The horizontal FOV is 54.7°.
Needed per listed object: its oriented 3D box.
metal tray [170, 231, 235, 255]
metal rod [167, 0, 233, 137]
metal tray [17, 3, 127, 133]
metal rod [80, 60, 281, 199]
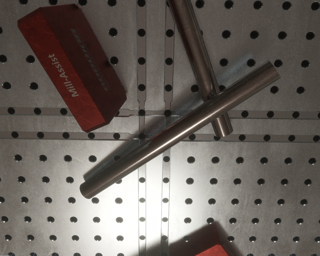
[{"bbox_3d":[0.087,0.239,0.500,0.090,0.030,0.130,-32,108,10],"label":"metal tray"},{"bbox_3d":[0.032,-0.124,0.368,0.025,0.025,0.299,-20,109,7],"label":"metal rod"},{"bbox_3d":[-0.090,-0.070,0.349,0.030,0.090,0.130,-22,109,17],"label":"metal tray"},{"bbox_3d":[0.012,0.012,0.399,0.300,0.025,0.025,-34,107,18],"label":"metal rod"}]
